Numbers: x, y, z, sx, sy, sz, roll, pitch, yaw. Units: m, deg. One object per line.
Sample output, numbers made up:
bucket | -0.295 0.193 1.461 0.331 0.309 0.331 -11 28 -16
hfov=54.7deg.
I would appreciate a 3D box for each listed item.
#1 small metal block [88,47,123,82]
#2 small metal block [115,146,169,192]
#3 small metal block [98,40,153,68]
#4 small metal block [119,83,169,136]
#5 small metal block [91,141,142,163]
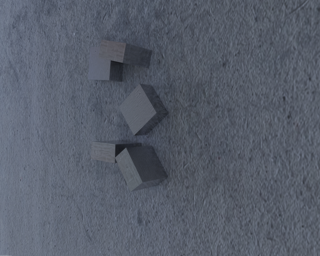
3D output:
small metal block | -0.083 -0.097 0.473 0.050 0.025 0.050 8 95 39
small metal block | -0.024 0.052 0.408 0.025 0.050 0.050 -42 65 32
small metal block | -0.048 -0.102 0.428 0.050 0.050 0.025 20 103 38
small metal block | -0.023 -0.024 0.424 0.050 0.025 0.050 -44 64 31
small metal block | -0.062 0.032 0.440 0.050 0.050 0.025 3 92 40
